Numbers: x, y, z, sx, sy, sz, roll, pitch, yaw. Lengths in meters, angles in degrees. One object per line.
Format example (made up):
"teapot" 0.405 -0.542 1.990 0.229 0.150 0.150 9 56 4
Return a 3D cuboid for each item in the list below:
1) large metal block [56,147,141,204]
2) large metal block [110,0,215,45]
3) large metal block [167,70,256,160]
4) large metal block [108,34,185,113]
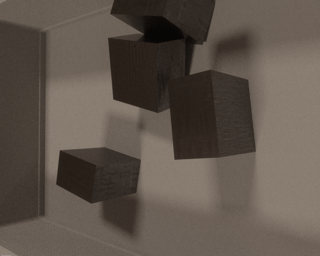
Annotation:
"large metal block" -0.087 0.063 0.440 0.080 0.081 0.050 14 99 39
"large metal block" 0.004 -0.139 0.362 0.080 0.080 0.050 19 93 38
"large metal block" 0.056 -0.011 0.324 0.050 0.081 0.080 -8 85 39
"large metal block" -0.016 -0.072 0.387 0.080 0.050 0.079 19 121 38
